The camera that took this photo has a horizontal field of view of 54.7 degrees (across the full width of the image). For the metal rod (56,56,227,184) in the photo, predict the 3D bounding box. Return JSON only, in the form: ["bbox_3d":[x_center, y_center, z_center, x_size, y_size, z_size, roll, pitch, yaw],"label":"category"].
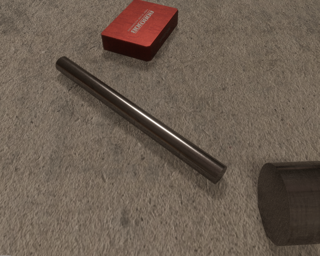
[{"bbox_3d":[-0.041,-0.023,0.421,0.300,0.025,0.025,35,58,25],"label":"metal rod"}]

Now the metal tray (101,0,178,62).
[{"bbox_3d":[-0.032,-0.176,0.548,0.090,0.030,0.130,19,52,14],"label":"metal tray"}]

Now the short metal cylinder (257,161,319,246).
[{"bbox_3d":[0.136,0.074,0.308,0.050,0.080,0.080,-2,50,-2],"label":"short metal cylinder"}]
